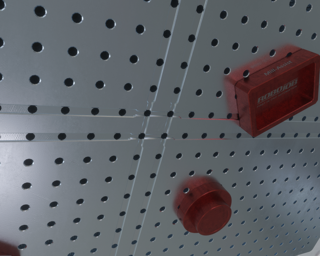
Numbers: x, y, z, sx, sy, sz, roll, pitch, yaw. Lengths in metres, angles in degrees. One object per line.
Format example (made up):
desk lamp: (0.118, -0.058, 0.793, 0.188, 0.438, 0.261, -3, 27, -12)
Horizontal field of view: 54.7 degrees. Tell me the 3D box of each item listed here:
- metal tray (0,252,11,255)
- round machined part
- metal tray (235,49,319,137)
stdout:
metal tray: (-0.255, 0.188, 0.385, 0.090, 0.030, 0.130, -44, 129, 2)
round machined part: (0.084, 0.146, 0.536, 0.099, 0.042, 0.097, -14, 124, -21)
metal tray: (0.182, -0.053, 0.473, 0.131, 0.030, 0.090, -27, 128, -11)
